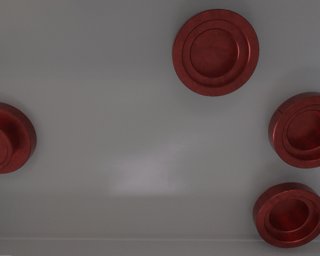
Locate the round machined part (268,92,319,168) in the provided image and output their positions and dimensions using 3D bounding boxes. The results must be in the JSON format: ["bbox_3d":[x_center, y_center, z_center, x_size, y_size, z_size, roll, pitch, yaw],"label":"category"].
[{"bbox_3d":[0.190,0.000,0.404,0.099,0.042,0.097,0,110,0],"label":"round machined part"}]

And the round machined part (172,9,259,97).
[{"bbox_3d":[0.063,-0.090,0.370,0.099,0.042,0.097,0,110,0],"label":"round machined part"}]

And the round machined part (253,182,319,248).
[{"bbox_3d":[0.183,0.120,0.448,0.099,0.042,0.097,0,110,0],"label":"round machined part"}]

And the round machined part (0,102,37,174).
[{"bbox_3d":[-0.220,0.018,0.407,0.099,0.042,0.097,0,110,0],"label":"round machined part"}]
